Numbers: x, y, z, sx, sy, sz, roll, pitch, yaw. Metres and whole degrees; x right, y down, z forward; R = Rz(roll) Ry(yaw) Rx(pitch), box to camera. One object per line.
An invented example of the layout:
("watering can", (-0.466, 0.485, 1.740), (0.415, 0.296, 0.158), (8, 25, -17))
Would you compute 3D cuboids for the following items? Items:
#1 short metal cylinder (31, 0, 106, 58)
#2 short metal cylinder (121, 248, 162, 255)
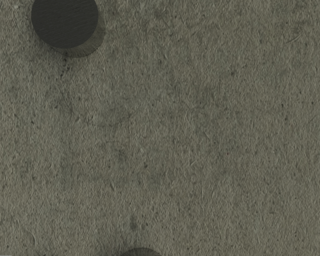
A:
("short metal cylinder", (-0.114, -0.135, 0.396), (0.081, 0.050, 0.080), (0, 90, 0))
("short metal cylinder", (-0.026, 0.203, 0.397), (0.081, 0.050, 0.080), (0, 90, 0))
